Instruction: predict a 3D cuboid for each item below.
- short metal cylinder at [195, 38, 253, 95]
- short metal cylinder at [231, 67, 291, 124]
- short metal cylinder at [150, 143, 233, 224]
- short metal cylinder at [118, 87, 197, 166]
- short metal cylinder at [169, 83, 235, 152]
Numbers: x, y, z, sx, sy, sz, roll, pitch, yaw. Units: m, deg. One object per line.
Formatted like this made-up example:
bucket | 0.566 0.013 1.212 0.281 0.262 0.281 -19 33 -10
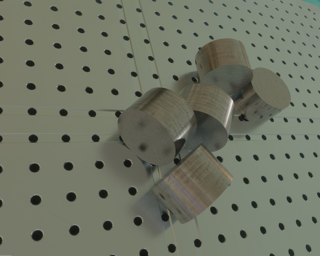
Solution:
short metal cylinder | 0.098 -0.092 0.482 0.081 0.080 0.050 7 59 -25
short metal cylinder | 0.167 -0.053 0.514 0.081 0.050 0.080 14 56 -21
short metal cylinder | 0.036 0.062 0.354 0.050 0.080 0.080 48 51 5
short metal cylinder | -0.003 -0.002 0.372 0.080 0.080 0.050 43 51 1
short metal cylinder | 0.054 -0.012 0.409 0.080 0.080 0.050 31 52 -9
